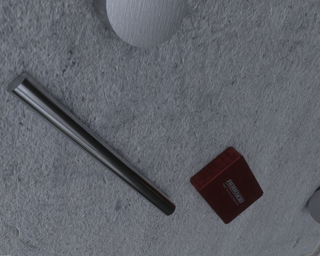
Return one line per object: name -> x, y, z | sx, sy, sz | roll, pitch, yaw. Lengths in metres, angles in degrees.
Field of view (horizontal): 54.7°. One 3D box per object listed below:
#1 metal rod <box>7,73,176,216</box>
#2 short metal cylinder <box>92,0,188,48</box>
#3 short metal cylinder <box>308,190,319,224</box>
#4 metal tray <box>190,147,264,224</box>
metal rod -> -0.063, 0.042, 0.398 | 0.025, 0.025, 0.300 | -42, 130, 0
short metal cylinder -> -0.020, -0.125, 0.302 | 0.081, 0.050, 0.079 | -14, 124, -21
short metal cylinder -> 0.384, 0.179, 0.693 | 0.050, 0.080, 0.080 | 16, 110, -35
metal tray -> 0.118, 0.102, 0.531 | 0.090, 0.030, 0.130 | -39, 130, -2
